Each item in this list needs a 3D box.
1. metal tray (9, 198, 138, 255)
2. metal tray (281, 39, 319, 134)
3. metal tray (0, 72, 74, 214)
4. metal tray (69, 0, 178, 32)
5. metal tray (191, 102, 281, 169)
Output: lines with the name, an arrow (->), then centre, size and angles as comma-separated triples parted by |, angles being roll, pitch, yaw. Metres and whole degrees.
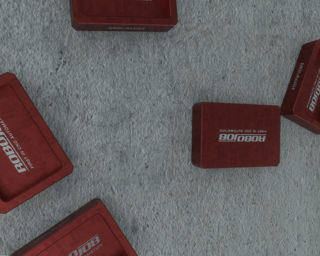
metal tray -> -0.104, 0.158, 0.368 | 0.131, 0.030, 0.090 | -33, 101, -17
metal tray -> 0.255, -0.064, 0.500 | 0.090, 0.030, 0.130 | 24, 82, -19
metal tray -> -0.169, 0.016, 0.343 | 0.090, 0.030, 0.130 | -32, 101, -17
metal tray -> -0.046, -0.170, 0.388 | 0.131, 0.030, 0.089 | -6, 92, -20
metal tray -> 0.111, 0.011, 0.447 | 0.131, 0.030, 0.089 | 1, 90, -20
